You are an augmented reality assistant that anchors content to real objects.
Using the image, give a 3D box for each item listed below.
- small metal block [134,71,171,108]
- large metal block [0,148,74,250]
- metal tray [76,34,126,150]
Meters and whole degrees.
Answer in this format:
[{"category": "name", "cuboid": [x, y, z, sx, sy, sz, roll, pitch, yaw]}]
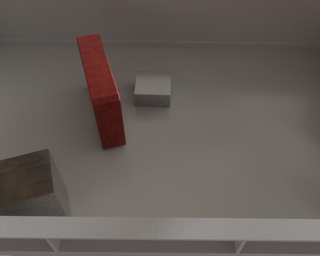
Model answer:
[{"category": "small metal block", "cuboid": [-0.010, -0.057, 0.453, 0.050, 0.025, 0.050, 2, 50, 1]}, {"category": "large metal block", "cuboid": [-0.138, 0.073, 0.306, 0.081, 0.080, 0.050, -14, 52, -12]}, {"category": "metal tray", "cuboid": [-0.077, -0.049, 0.402, 0.030, 0.089, 0.130, -13, 52, -11]}]
